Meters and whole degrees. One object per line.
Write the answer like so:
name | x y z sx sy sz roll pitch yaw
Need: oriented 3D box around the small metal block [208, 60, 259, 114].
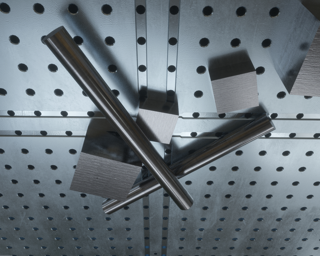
small metal block | 0.089 -0.048 0.371 0.050 0.025 0.050 -12 129 9

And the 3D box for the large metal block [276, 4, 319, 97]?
large metal block | 0.183 -0.080 0.329 0.081 0.050 0.079 4 130 -4

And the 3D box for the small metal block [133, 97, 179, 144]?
small metal block | -0.007 -0.009 0.404 0.050 0.025 0.050 10 130 -9

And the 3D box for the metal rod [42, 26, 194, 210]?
metal rod | -0.033 0.010 0.386 0.025 0.025 0.300 -23 124 18

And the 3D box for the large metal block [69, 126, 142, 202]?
large metal block | -0.075 0.053 0.439 0.081 0.050 0.079 16 128 -14

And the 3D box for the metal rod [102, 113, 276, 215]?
metal rod | 0.028 0.063 0.465 0.300 0.025 0.025 -32 124 24
